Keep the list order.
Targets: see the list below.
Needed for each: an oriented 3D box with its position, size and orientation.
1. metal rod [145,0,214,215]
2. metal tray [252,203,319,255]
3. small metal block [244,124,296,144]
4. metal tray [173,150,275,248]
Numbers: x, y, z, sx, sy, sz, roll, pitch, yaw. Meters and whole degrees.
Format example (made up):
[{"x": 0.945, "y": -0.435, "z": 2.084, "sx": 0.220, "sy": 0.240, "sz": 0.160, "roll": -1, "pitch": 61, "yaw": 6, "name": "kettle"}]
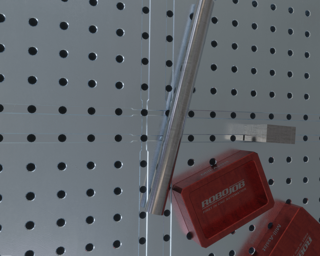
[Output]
[{"x": 0.028, "y": -0.033, "z": 0.422, "sx": 0.025, "sy": 0.025, "sz": 0.299, "roll": 16, "pitch": 85, "yaw": -20, "name": "metal rod"}, {"x": 0.203, "y": 0.196, "z": 0.485, "sx": 0.090, "sy": 0.030, "sz": 0.130, "roll": 42, "pitch": 77, "yaw": -15, "name": "metal tray"}, {"x": 0.162, "y": 0.009, "z": 0.459, "sx": 0.050, "sy": 0.050, "sz": 0.025, "roll": 4, "pitch": 89, "yaw": -20, "name": "small metal block"}, {"x": 0.094, "y": 0.098, "z": 0.444, "sx": 0.131, "sy": 0.030, "sz": 0.090, "roll": -24, "pitch": 98, "yaw": -19, "name": "metal tray"}]
